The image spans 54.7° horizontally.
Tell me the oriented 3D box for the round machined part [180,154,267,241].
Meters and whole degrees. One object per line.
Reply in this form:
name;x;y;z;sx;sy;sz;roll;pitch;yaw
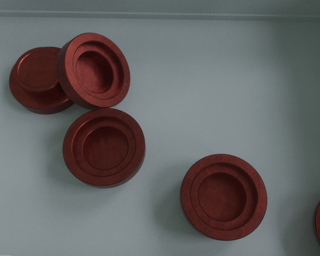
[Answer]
round machined part;0.073;0.083;0.371;0.099;0.042;0.098;0;70;-1

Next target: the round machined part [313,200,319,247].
round machined part;0.228;0.114;0.352;0.098;0.042;0.098;-7;67;16

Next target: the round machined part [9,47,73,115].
round machined part;-0.158;-0.071;0.425;0.099;0.042;0.098;0;70;-1

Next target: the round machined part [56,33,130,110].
round machined part;-0.090;-0.071;0.407;0.099;0.042;0.098;11;74;-43

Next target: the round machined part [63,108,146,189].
round machined part;-0.067;0.027;0.390;0.099;0.042;0.098;0;70;-1
